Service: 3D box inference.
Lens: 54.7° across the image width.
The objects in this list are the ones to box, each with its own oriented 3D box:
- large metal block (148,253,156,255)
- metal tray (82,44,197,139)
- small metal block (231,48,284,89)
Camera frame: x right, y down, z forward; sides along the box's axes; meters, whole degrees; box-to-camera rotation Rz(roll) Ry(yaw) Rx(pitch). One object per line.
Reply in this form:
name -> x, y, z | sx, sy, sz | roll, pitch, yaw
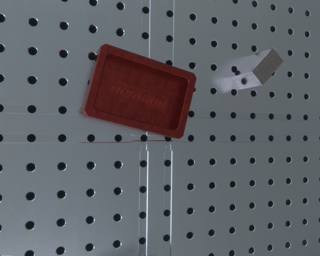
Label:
large metal block -> -0.025, 0.220, 0.391 | 0.081, 0.050, 0.080 | -17, 96, -19
metal tray -> -0.025, -0.043, 0.400 | 0.131, 0.030, 0.090 | 15, 85, -20
small metal block -> 0.141, -0.085, 0.451 | 0.050, 0.050, 0.025 | -47, 105, -14
